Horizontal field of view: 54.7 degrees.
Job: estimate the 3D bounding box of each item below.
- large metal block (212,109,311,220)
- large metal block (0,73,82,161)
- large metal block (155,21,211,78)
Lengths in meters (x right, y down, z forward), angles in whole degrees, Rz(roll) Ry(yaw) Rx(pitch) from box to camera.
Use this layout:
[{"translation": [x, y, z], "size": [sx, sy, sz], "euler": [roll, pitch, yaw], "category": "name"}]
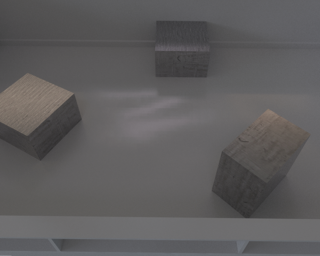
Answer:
[{"translation": [0.106, 0.040, 0.337], "size": [0.080, 0.080, 0.050], "euler": [-37, 59, -27], "category": "large metal block"}, {"translation": [-0.164, -0.017, 0.402], "size": [0.080, 0.050, 0.080], "euler": [24, 54, 18], "category": "large metal block"}, {"translation": [0.034, -0.127, 0.495], "size": [0.080, 0.050, 0.080], "euler": [1, 50, 0], "category": "large metal block"}]
